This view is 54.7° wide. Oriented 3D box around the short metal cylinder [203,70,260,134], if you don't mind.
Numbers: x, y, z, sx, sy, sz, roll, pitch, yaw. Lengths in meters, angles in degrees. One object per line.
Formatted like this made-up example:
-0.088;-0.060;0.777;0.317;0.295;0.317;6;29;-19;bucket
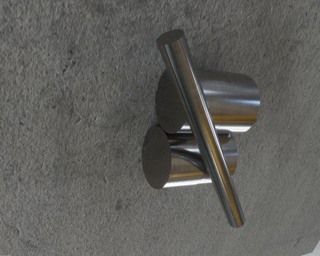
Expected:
0.079;-0.032;0.396;0.050;0.080;0.079;1;118;-29;short metal cylinder

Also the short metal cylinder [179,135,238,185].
0.061;0.037;0.429;0.050;0.080;0.079;1;118;-29;short metal cylinder

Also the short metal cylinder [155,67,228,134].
0.035;-0.033;0.372;0.050;0.080;0.079;1;118;-29;short metal cylinder

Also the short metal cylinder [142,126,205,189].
0.016;0.038;0.405;0.050;0.080;0.079;1;118;-29;short metal cylinder

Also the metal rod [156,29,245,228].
0.060;0.028;0.355;0.025;0.025;0.299;-32;129;-8;metal rod
